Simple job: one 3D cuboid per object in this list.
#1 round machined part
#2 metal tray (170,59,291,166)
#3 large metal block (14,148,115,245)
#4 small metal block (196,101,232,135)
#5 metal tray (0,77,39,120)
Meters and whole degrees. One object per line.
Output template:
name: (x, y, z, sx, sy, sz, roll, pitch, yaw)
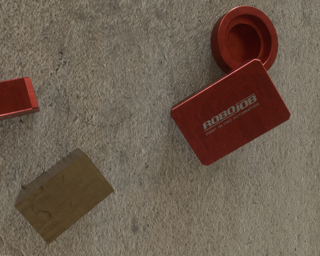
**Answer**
round machined part: (0.115, -0.118, 0.442, 0.099, 0.042, 0.097, 0, 90, -20)
metal tray: (0.091, -0.020, 0.410, 0.130, 0.030, 0.090, -31, 99, 8)
large metal block: (-0.105, 0.068, 0.341, 0.080, 0.080, 0.050, -38, 103, -16)
small metal block: (0.080, -0.018, 0.438, 0.050, 0.025, 0.050, 16, 85, -19)
metal tray: (-0.190, -0.017, 0.304, 0.131, 0.090, 0.030, -15, 96, -19)
